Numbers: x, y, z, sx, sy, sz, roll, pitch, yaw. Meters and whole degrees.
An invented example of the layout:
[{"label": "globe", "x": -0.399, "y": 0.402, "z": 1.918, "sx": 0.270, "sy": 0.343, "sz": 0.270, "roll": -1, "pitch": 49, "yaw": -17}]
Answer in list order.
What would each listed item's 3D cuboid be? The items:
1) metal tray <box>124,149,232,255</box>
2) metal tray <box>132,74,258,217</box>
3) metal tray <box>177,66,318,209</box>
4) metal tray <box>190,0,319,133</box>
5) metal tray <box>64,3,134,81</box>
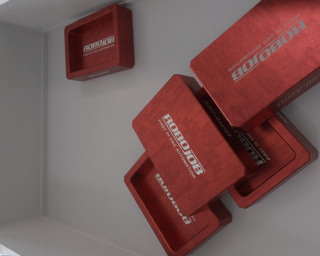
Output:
[{"label": "metal tray", "x": 0.016, "y": 0.087, "z": 0.390, "sx": 0.090, "sy": 0.030, "sz": 0.130, "roll": -50, "pitch": 61, "yaw": 28}, {"label": "metal tray", "x": 0.031, "y": 0.017, "z": 0.338, "sx": 0.090, "sy": 0.030, "sz": 0.130, "roll": -46, "pitch": 63, "yaw": 30}, {"label": "metal tray", "x": 0.086, "y": 0.007, "z": 0.332, "sx": 0.090, "sy": 0.030, "sz": 0.130, "roll": -49, "pitch": 61, "yaw": 29}, {"label": "metal tray", "x": 0.103, "y": -0.068, "z": 0.293, "sx": 0.130, "sy": 0.030, "sz": 0.090, "roll": -39, "pitch": 60, "yaw": 17}, {"label": "metal tray", "x": -0.099, "y": -0.128, "z": 0.484, "sx": 0.130, "sy": 0.030, "sz": 0.089, "roll": -5, "pitch": 87, "yaw": 40}]
